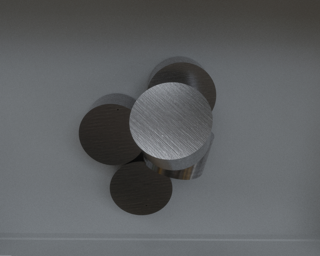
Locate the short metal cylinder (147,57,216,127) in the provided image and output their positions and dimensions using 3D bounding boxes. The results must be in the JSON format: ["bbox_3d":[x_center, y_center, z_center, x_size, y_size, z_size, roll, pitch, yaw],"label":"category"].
[{"bbox_3d":[0.025,-0.044,0.380,0.081,0.050,0.079,0,110,-1],"label":"short metal cylinder"}]

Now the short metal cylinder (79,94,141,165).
[{"bbox_3d":[-0.057,0.001,0.395,0.081,0.050,0.079,0,110,-1],"label":"short metal cylinder"}]

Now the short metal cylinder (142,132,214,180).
[{"bbox_3d":[0.022,0.022,0.390,0.081,0.080,0.050,13,110,-5],"label":"short metal cylinder"}]

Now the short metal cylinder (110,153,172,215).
[{"bbox_3d":[-0.024,0.070,0.421,0.081,0.050,0.079,0,110,-1],"label":"short metal cylinder"}]

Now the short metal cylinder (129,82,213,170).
[{"bbox_3d":[0.013,0.000,0.322,0.080,0.050,0.080,-2,70,6],"label":"short metal cylinder"}]
